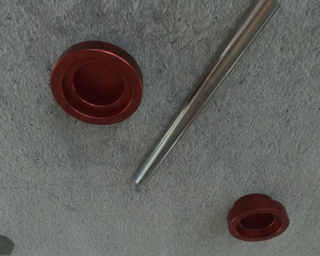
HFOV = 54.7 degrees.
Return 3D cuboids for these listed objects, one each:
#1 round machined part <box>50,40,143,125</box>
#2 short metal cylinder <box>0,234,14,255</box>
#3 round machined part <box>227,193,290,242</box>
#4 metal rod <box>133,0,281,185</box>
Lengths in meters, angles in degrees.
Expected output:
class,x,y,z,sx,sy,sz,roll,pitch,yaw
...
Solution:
class,x,y,z,sx,sy,sz,roll,pitch,yaw
round machined part,-0.068,-0.053,0.350,0.099,0.042,0.097,0,130,0
short metal cylinder,-0.331,0.244,0.595,0.081,0.050,0.079,0,130,0
round machined part,0.162,0.148,0.524,0.099,0.042,0.097,0,130,0
metal rod,0.039,-0.025,0.386,0.025,0.025,0.298,21,127,-17
